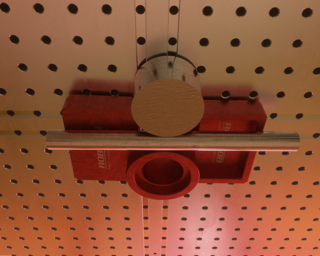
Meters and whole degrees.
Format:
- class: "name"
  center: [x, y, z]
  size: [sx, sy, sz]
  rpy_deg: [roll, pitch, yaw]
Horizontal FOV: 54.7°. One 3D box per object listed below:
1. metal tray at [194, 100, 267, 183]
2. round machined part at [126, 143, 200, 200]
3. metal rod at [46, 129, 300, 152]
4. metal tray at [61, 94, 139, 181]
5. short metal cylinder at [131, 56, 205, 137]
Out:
- class: "metal tray"
  center: [0.084, 0.023, 0.423]
  size: [0.091, 0.030, 0.129]
  rpy_deg: [0, 130, -1]
- class: "round machined part"
  center: [0.004, 0.053, 0.429]
  size: [0.099, 0.042, 0.097]
  rpy_deg: [0, 130, 0]
- class: "metal rod"
  center: [0.017, 0.015, 0.380]
  size: [0.302, 0.025, 0.025]
  rpy_deg: [0, 130, -1]
- class: "metal tray"
  center: [-0.074, 0.018, 0.416]
  size: [0.091, 0.030, 0.129]
  rpy_deg: [2, 130, -2]
- class: "short metal cylinder"
  center: [0.009, -0.036, 0.359]
  size: [0.081, 0.050, 0.079]
  rpy_deg: [0, 130, 0]
